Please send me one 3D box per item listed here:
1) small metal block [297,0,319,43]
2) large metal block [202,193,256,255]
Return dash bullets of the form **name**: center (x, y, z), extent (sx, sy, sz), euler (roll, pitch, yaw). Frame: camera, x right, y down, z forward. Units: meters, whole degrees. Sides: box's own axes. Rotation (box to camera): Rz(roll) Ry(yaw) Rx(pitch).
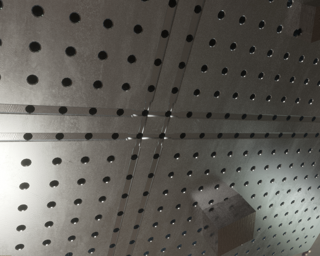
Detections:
- **small metal block**: center (0.229, -0.156, 0.443), extent (0.050, 0.025, 0.050), euler (-21, 127, -16)
- **large metal block**: center (0.129, 0.182, 0.581), extent (0.081, 0.050, 0.079), euler (-19, 126, -18)
